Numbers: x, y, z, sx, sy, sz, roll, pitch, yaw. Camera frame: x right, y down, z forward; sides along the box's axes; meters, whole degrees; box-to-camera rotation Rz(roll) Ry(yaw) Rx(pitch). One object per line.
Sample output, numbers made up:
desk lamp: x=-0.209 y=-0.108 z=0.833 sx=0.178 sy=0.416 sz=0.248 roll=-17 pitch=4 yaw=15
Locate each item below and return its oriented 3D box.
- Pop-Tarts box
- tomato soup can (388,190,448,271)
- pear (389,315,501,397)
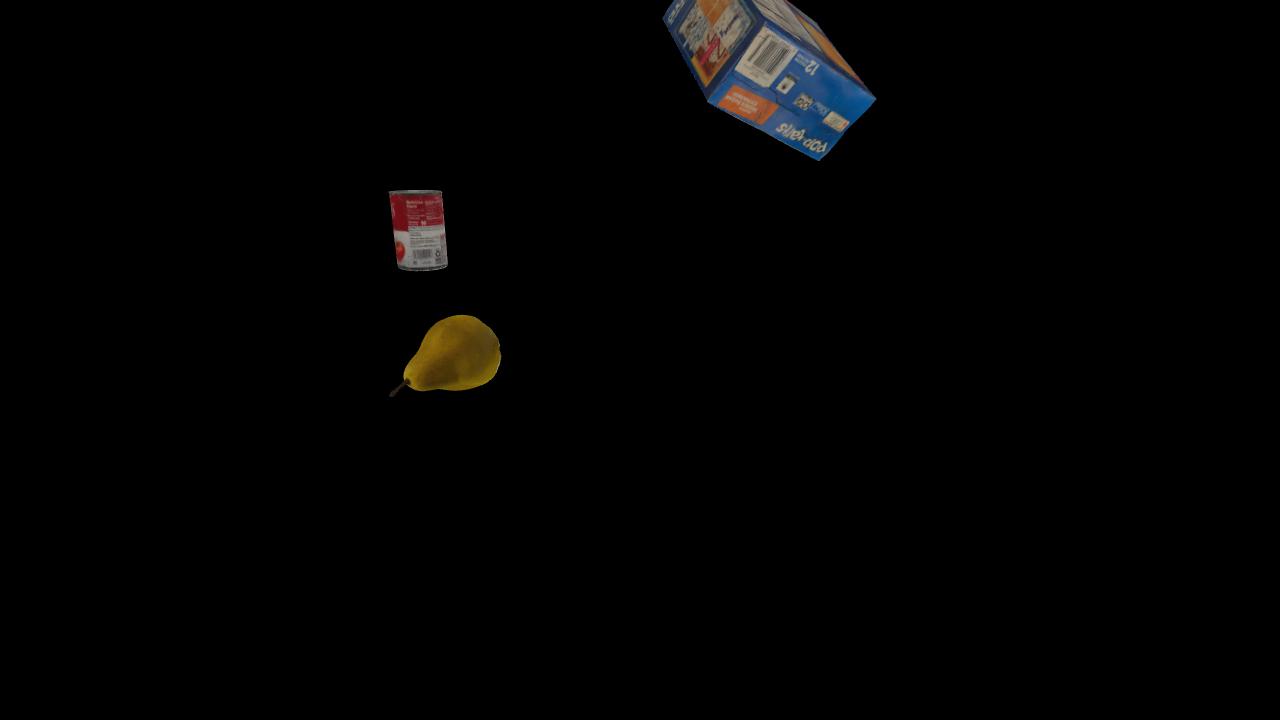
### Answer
Pop-Tarts box: x=0.125 y=-0.294 z=0.601 sx=0.167 sy=0.141 sz=0.083 roll=9 pitch=-40 yaw=-39
tomato soup can: x=-0.296 y=-0.175 z=0.828 sx=0.068 sy=0.101 sz=0.068 roll=0 pitch=19 yaw=0
pear: x=-0.185 y=0.001 z=0.577 sx=0.080 sy=0.080 sz=0.111 roll=0 pitch=19 yaw=27
